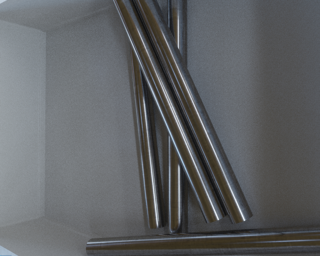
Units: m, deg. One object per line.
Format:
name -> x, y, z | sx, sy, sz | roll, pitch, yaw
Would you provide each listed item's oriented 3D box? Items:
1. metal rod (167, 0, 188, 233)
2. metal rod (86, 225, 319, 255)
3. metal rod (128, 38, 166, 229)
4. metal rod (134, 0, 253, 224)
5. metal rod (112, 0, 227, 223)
metal rod -> 0.022, -0.014, 0.386 | 0.025, 0.025, 0.298 | 0, 90, 39
metal rod -> 0.033, 0.132, 0.351 | 0.300, 0.025, 0.025 | -15, 81, 30
metal rod -> -0.021, -0.018, 0.421 | 0.025, 0.025, 0.298 | -11, 83, 39
metal rod -> 0.031, -0.038, 0.355 | 0.025, 0.025, 0.299 | -29, 80, 36
metal rod -> 0.005, -0.036, 0.365 | 0.025, 0.025, 0.299 | -29, 80, 36
